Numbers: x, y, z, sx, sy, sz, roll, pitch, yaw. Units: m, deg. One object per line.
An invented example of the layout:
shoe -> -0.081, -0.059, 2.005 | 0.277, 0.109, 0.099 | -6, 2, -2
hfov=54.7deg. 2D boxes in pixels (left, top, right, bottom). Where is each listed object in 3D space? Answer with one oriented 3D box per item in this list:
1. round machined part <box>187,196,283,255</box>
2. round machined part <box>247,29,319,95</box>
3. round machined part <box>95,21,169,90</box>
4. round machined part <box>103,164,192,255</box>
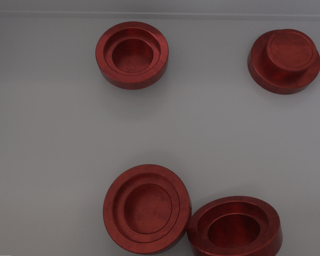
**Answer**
round machined part -> 0.082, 0.120, 0.338 | 0.099, 0.098, 0.042 | -18, 109, -7
round machined part -> 0.178, -0.100, 0.438 | 0.099, 0.042, 0.098 | 0, 70, 0
round machined part -> -0.038, -0.097, 0.436 | 0.099, 0.042, 0.098 | 0, 70, 0
round machined part -> -0.012, 0.095, 0.358 | 0.098, 0.042, 0.098 | -5, 64, 10
